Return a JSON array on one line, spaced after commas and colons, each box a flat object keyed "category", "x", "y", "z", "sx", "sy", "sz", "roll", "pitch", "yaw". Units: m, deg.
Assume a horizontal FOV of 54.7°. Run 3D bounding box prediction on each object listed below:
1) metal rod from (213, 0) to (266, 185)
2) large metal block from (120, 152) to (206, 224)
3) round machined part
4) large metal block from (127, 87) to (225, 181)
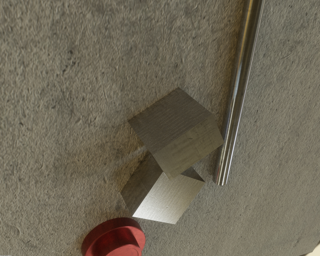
[{"category": "metal rod", "x": 0.108, "y": -0.041, "z": 0.439, "sx": 0.025, "sy": 0.025, "sz": 0.298, "roll": -11, "pitch": 123, "yaw": -23}, {"category": "large metal block", "x": 0.004, "y": 0.086, "z": 0.446, "sx": 0.080, "sy": 0.050, "sz": 0.080, "roll": 24, "pitch": 106, "yaw": -37}, {"category": "round machined part", "x": -0.067, "y": 0.189, "z": 0.476, "sx": 0.099, "sy": 0.042, "sz": 0.097, "roll": -14, "pitch": 124, "yaw": -21}, {"category": "large metal block", "x": 0.018, "y": 0.005, "z": 0.384, "sx": 0.080, "sy": 0.080, "sz": 0.050, "roll": -34, "pitch": 129, "yaw": -6}]
